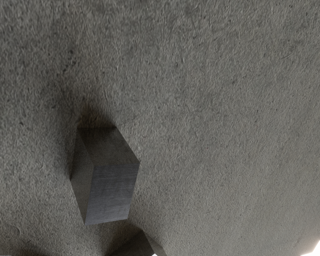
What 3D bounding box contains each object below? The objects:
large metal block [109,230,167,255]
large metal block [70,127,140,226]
[{"bbox_3d":[-0.033,0.229,0.514,0.080,0.050,0.080,-37,129,-4],"label":"large metal block"},{"bbox_3d":[-0.069,0.053,0.366,0.050,0.080,0.079,-1,119,-28],"label":"large metal block"}]
